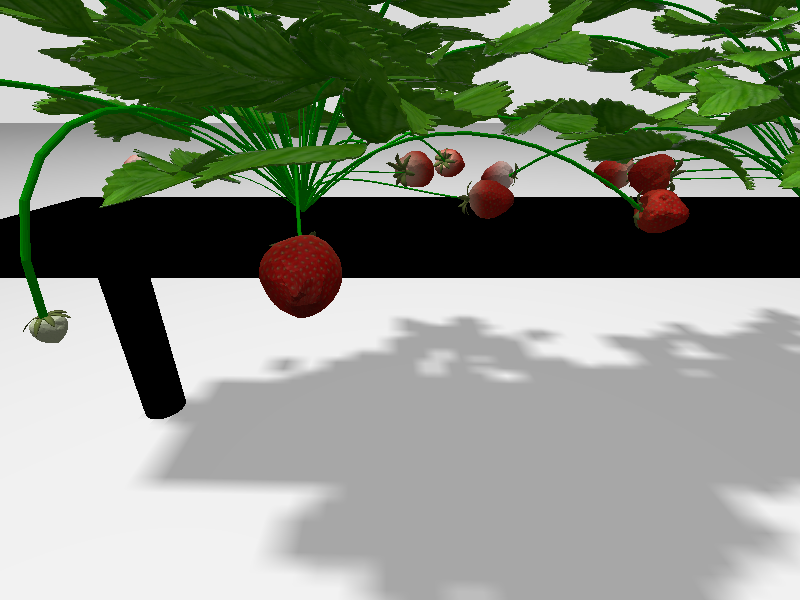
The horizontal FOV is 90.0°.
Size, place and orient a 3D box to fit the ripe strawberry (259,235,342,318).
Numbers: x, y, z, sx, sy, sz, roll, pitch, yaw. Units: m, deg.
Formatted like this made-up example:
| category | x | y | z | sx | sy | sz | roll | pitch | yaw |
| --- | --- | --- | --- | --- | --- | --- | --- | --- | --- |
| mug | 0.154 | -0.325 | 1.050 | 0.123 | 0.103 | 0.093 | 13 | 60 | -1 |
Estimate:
| category | x | y | z | sx | sy | sz | roll | pitch | yaw |
| --- | --- | --- | --- | --- | --- | --- | --- | --- | --- |
| ripe strawberry | -0.041 | -0.008 | 0.167 | 0.034 | 0.036 | 0.037 | -6 | 35 | -11 |

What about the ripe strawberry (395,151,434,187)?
| category | x | y | z | sx | sy | sz | roll | pitch | yaw |
| --- | --- | --- | --- | --- | --- | --- | --- | --- | --- |
| ripe strawberry | 0.019 | -0.146 | 0.446 | 0.046 | 0.039 | 0.046 | 21 | 32 | 37 |

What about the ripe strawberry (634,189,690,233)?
| category | x | y | z | sx | sy | sz | roll | pitch | yaw |
| --- | --- | --- | --- | --- | --- | --- | --- | --- | --- |
| ripe strawberry | 0.184 | -0.061 | 0.280 | 0.031 | 0.031 | 0.034 | 10 | 27 | 11 |

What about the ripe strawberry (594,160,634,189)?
| category | x | y | z | sx | sy | sz | roll | pitch | yaw |
| --- | --- | --- | --- | --- | --- | --- | --- | --- | --- |
| ripe strawberry | 0.240 | -0.145 | 0.451 | 0.040 | 0.039 | 0.037 | 22 | 33 | 39 |

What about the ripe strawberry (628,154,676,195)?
| category | x | y | z | sx | sy | sz | roll | pitch | yaw |
| --- | --- | --- | --- | --- | --- | --- | --- | --- | --- |
| ripe strawberry | 0.254 | -0.127 | 0.406 | 0.039 | 0.041 | 0.036 | 15 | 29 | 29 |

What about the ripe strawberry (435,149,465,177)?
| category | x | y | z | sx | sy | sz | roll | pitch | yaw |
| --- | --- | --- | --- | --- | --- | --- | --- | --- | --- |
| ripe strawberry | 0.065 | -0.175 | 0.514 | 0.039 | 0.035 | 0.035 | 19 | 13 | 34 |

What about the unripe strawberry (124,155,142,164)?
| category | x | y | z | sx | sy | sz | roll | pitch | yaw |
| --- | --- | --- | --- | --- | --- | --- | --- | --- | --- |
| unripe strawberry | -0.290 | -0.143 | 0.447 | 0.039 | 0.038 | 0.036 | 13 | 28 | 26 |

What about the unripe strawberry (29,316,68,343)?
| category | x | y | z | sx | sy | sz | roll | pitch | yaw |
| --- | --- | --- | --- | --- | --- | --- | --- | --- | --- |
| unripe strawberry | -0.116 | 0.010 | 0.132 | 0.009 | 0.010 | 0.010 | 3 | 26 | 7 |

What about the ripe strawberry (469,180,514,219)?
| category | x | y | z | sx | sy | sz | roll | pitch | yaw |
| --- | --- | --- | --- | --- | --- | --- | --- | --- | --- |
| ripe strawberry | 0.073 | -0.081 | 0.320 | 0.035 | 0.030 | 0.035 | 5 | 26 | 8 |

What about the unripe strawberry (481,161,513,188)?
| category | x | y | z | sx | sy | sz | roll | pitch | yaw |
| --- | --- | --- | --- | --- | --- | --- | --- | --- | --- |
| unripe strawberry | 0.105 | -0.134 | 0.434 | 0.034 | 0.033 | 0.031 | 4 | 25 | 21 |

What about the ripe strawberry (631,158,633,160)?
| category | x | y | z | sx | sy | sz | roll | pitch | yaw |
| --- | --- | --- | --- | --- | --- | --- | --- | --- | --- |
| ripe strawberry | 0.291 | -0.184 | 0.537 | 0.033 | 0.034 | 0.036 | -9 | 26 | -17 |
